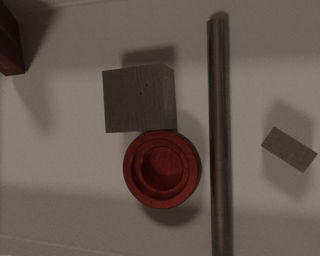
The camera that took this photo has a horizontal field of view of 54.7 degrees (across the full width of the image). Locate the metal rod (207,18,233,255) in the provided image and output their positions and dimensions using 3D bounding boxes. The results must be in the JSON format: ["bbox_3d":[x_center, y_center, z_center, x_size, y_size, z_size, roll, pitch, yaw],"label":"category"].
[{"bbox_3d":[0.074,0.017,0.384,0.025,0.025,0.298,-1,90,19],"label":"metal rod"}]

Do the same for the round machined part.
[{"bbox_3d":[0.006,0.050,0.399,0.098,0.042,0.097,0,90,19],"label":"round machined part"}]

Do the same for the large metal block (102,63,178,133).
[{"bbox_3d":[-0.025,-0.036,0.405,0.080,0.050,0.079,-4,89,19],"label":"large metal block"}]

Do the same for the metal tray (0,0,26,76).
[{"bbox_3d":[-0.229,-0.132,0.434,0.030,0.130,0.089,-10,87,-8],"label":"metal tray"}]

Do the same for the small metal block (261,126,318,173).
[{"bbox_3d":[0.143,0.022,0.347,0.050,0.050,0.025,35,101,16],"label":"small metal block"}]
